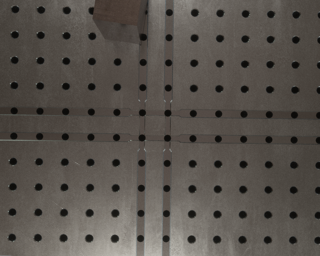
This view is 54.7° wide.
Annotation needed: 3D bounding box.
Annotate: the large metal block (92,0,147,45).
[{"bbox_3d":[-0.045,-0.157,0.385,0.050,0.080,0.080,9,90,0],"label":"large metal block"}]
